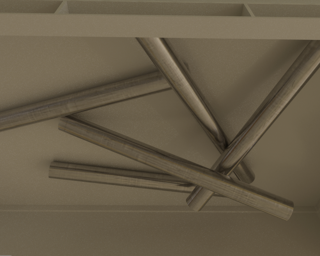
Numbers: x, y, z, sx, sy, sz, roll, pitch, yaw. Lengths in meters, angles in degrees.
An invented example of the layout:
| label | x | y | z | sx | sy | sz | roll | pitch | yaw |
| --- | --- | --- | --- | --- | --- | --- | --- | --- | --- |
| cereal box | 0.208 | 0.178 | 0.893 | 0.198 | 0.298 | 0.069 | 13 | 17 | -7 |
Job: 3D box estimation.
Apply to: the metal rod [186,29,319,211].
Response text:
| label | x | y | z | sx | sy | sz | roll | pitch | yaw |
| --- | --- | --- | --- | --- | --- | --- | --- | --- | --- |
| metal rod | 0.121 | -0.009 | 0.368 | 0.025 | 0.025 | 0.298 | 24 | 116 | -19 |

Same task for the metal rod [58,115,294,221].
| label | x | y | z | sx | sy | sz | roll | pitch | yaw |
| --- | --- | --- | --- | --- | --- | --- | --- | --- | --- |
| metal rod | 0.014 | 0.045 | 0.386 | 0.301 | 0.025 | 0.025 | 21 | 129 | 6 |

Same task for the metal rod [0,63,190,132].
| label | x | y | z | sx | sy | sz | roll | pitch | yaw |
| --- | --- | --- | --- | --- | --- | --- | --- | --- | --- |
| metal rod | -0.110 | -0.029 | 0.382 | 0.301 | 0.025 | 0.025 | -13 | 129 | 10 |

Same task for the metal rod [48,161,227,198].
| label | x | y | z | sx | sy | sz | roll | pitch | yaw |
| --- | --- | --- | --- | --- | --- | --- | --- | --- | --- |
| metal rod | -0.013 | 0.082 | 0.478 | 0.302 | 0.025 | 0.025 | 8 | 130 | -7 |

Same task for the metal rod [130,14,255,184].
| label | x | y | z | sx | sy | sz | roll | pitch | yaw |
| --- | --- | --- | --- | --- | --- | --- | --- | --- | --- |
| metal rod | 0.058 | -0.009 | 0.377 | 0.025 | 0.025 | 0.300 | -24 | 134 | 19 |
